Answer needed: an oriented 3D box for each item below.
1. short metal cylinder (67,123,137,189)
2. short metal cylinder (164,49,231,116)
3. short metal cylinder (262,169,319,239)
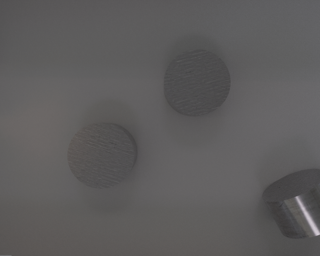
[{"bbox_3d":[-0.071,0.033,0.398,0.081,0.050,0.080,0,90,0],"label":"short metal cylinder"},{"bbox_3d":[0.045,-0.056,0.399,0.081,0.050,0.080,0,90,0],"label":"short metal cylinder"},{"bbox_3d":[0.177,0.092,0.385,0.080,0.080,0.050,-28,90,0],"label":"short metal cylinder"}]
